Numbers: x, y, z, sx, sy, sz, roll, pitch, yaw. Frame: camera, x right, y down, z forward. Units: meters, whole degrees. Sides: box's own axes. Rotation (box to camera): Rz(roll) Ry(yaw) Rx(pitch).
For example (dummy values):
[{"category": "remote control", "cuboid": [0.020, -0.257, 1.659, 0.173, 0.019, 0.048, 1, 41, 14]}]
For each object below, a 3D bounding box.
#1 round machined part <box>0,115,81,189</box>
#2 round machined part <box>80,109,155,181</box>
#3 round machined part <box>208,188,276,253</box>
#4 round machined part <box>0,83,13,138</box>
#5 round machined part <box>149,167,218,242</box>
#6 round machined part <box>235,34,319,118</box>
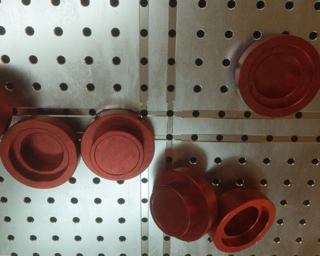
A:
[{"category": "round machined part", "cuboid": [-0.154, 0.028, 0.413, 0.099, 0.042, 0.097, 0, 110, 0]}, {"category": "round machined part", "cuboid": [-0.056, 0.028, 0.410, 0.099, 0.042, 0.097, -2, 110, -5]}, {"category": "round machined part", "cuboid": [0.110, 0.125, 0.439, 0.099, 0.042, 0.097, -11, 122, -18]}, {"category": "round machined part", "cuboid": [-0.223, -0.020, 0.381, 0.098, 0.042, 0.097, 0, 89, 21]}, {"category": "round machined part", "cuboid": [0.024, 0.105, 0.415, 0.098, 0.042, 0.097, 10, 105, 40]}, {"category": "round machined part", "cuboid": [0.141, -0.065, 0.381, 0.099, 0.042, 0.097, 0, 110, 0]}]
